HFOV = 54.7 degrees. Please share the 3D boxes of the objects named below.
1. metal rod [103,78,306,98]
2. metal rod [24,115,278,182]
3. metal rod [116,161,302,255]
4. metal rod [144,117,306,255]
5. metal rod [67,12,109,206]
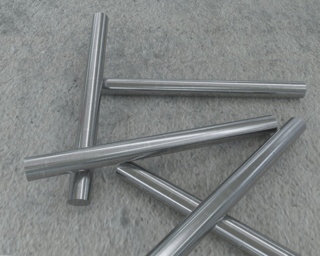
[{"bbox_3d":[0.057,-0.058,0.452,0.302,0.025,0.025,1,50,0],"label":"metal rod"},{"bbox_3d":[0.005,0.019,0.363,0.302,0.025,0.025,-10,51,-18],"label":"metal rod"},{"bbox_3d":[0.083,0.109,0.312,0.301,0.025,0.025,27,55,20],"label":"metal rod"},{"bbox_3d":[0.076,0.063,0.322,0.025,0.025,0.302,37,50,26],"label":"metal rod"},{"bbox_3d":[-0.091,-0.047,0.414,0.025,0.025,0.299,-1,58,-1],"label":"metal rod"}]
